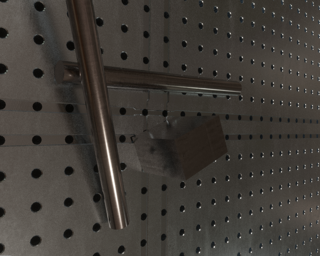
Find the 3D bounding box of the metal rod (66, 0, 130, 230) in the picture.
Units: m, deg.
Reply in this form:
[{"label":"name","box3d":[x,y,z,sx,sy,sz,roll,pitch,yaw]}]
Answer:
[{"label":"metal rod","box3d":[-0.066,-0.027,0.327,0.025,0.025,0.298,-21,112,-38]}]

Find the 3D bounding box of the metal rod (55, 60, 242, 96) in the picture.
[{"label":"metal rod","box3d":[0.011,-0.062,0.420,0.302,0.025,0.025,-2,92,-40]}]

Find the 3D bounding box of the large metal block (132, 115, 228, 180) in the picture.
[{"label":"large metal block","box3d":[0.025,0.021,0.397,0.081,0.080,0.050,-26,107,-37]}]
